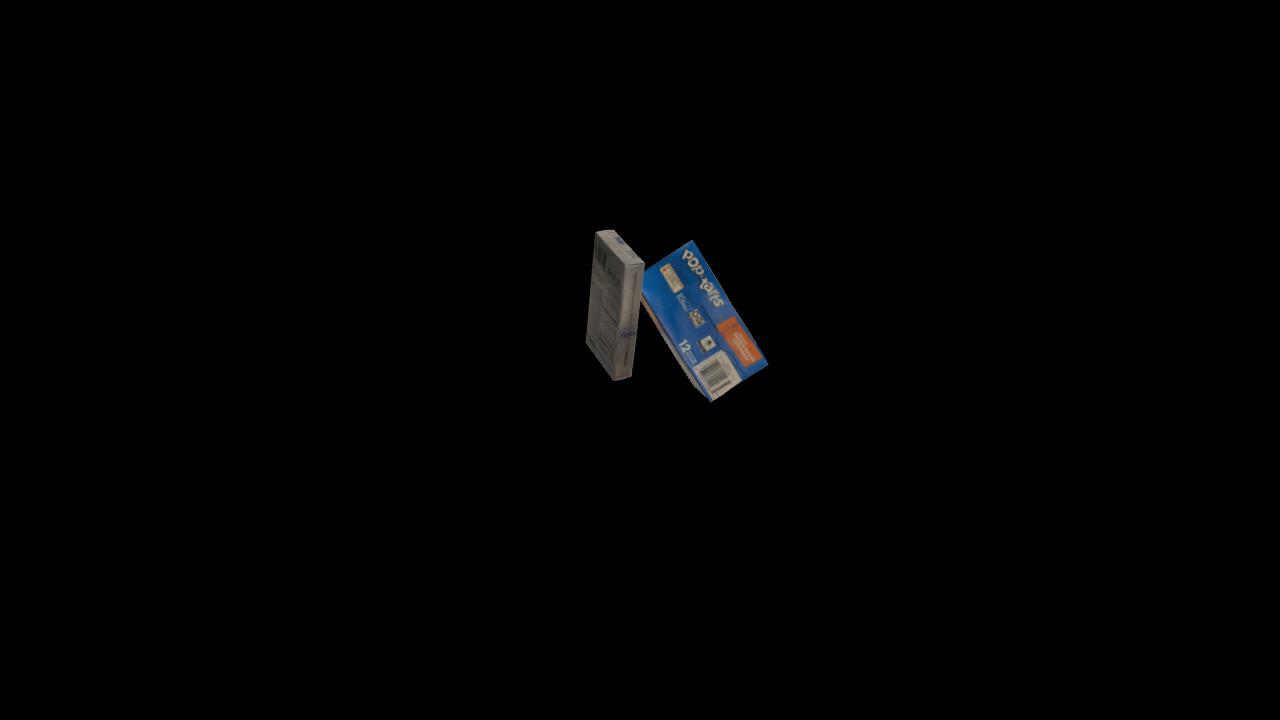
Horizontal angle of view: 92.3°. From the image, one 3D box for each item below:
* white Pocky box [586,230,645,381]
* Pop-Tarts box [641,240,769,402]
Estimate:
[{"bbox_3d":[-0.031,-0.060,0.696,0.028,0.154,0.084,-13,42,-25],"label":"white Pocky box"},{"bbox_3d":[0.066,-0.048,0.749,0.083,0.167,0.141,-32,5,0],"label":"Pop-Tarts box"}]
